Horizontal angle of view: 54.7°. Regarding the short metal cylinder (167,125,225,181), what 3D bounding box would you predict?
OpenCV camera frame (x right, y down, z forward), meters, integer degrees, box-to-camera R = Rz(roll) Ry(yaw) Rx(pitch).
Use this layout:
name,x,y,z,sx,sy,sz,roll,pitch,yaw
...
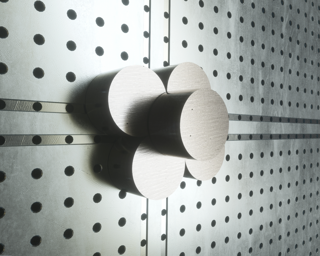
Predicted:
name,x,y,z,sx,sy,sz,roll,pitch,yaw
short metal cylinder,0.045,0.030,0.432,0.081,0.050,0.079,0,90,-40

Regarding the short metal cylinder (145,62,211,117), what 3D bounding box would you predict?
name,x,y,z,sx,sy,sz,roll,pitch,yaw
short metal cylinder,0.023,-0.044,0.413,0.081,0.050,0.079,0,90,-40

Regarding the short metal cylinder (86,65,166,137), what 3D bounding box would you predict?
name,x,y,z,sx,sy,sz,roll,pitch,yaw
short metal cylinder,-0.038,-0.030,0.361,0.081,0.050,0.079,0,90,-40

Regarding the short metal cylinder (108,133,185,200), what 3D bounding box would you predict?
name,x,y,z,sx,sy,sz,roll,pitch,yaw
short metal cylinder,-0.016,0.044,0.381,0.081,0.050,0.079,0,90,-40

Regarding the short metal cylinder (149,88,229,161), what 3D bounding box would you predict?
name,x,y,z,sx,sy,sz,roll,pitch,yaw
short metal cylinder,0.034,-0.004,0.356,0.081,0.050,0.079,-2,93,-41
